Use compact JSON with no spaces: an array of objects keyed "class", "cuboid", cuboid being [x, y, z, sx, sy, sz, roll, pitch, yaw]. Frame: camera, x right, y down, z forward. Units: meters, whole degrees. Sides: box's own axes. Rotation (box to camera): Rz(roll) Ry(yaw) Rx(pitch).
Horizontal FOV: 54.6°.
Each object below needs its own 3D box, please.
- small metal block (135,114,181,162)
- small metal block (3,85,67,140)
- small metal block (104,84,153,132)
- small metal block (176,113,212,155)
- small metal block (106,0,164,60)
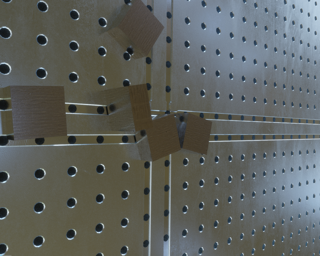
[{"class":"small metal block","cuboid":[-0.003,0.011,0.405,0.050,0.025,0.050,-19,102,-38]},{"class":"small metal block","cuboid":[-0.122,-0.015,0.306,0.050,0.025,0.050,-5,94,-40]},{"class":"small metal block","cuboid":[-0.037,-0.023,0.361,0.025,0.050,0.050,-15,100,-39]},{"class":"small metal block","cuboid":[0.046,0.009,0.446,0.050,0.025,0.050,18,79,-39]},{"class":"small metal block","cuboid":[-0.029,-0.122,0.383,0.050,0.025,0.050,41,65,-32]}]
